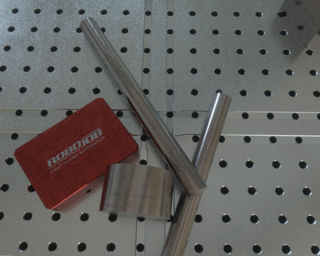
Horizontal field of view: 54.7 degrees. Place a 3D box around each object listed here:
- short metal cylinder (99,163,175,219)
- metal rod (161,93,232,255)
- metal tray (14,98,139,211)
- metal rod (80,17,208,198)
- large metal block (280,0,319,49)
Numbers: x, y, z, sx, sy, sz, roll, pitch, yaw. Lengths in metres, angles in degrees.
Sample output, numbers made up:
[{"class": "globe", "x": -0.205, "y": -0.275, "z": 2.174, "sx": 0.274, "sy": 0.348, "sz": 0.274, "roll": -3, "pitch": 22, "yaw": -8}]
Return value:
[{"class": "short metal cylinder", "x": -0.025, "y": 0.075, "z": 0.355, "sx": 0.080, "sy": 0.080, "sz": 0.050, "roll": 6, "pitch": 70, "yaw": 2}, {"class": "metal rod", "x": 0.036, "y": 0.091, "z": 0.378, "sx": 0.025, "sy": 0.025, "sz": 0.300, "roll": 19, "pitch": 71, "yaw": 6}, {"class": "metal tray", "x": -0.103, "y": 0.032, "z": 0.397, "sx": 0.131, "sy": 0.030, "sz": 0.090, "roll": -35, "pitch": 74, "yaw": -12}, {"class": "metal rod", "x": -0.033, "y": -0.041, "z": 0.412, "sx": 0.025, "sy": 0.025, "sz": 0.299, "roll": -29, "pitch": 68, "yaw": -10}, {"class": "large metal block", "x": 0.243, "y": -0.176, "z": 0.464, "sx": 0.080, "sy": 0.050, "sz": 0.080, "roll": -19, "pitch": 71, "yaw": -7}]
